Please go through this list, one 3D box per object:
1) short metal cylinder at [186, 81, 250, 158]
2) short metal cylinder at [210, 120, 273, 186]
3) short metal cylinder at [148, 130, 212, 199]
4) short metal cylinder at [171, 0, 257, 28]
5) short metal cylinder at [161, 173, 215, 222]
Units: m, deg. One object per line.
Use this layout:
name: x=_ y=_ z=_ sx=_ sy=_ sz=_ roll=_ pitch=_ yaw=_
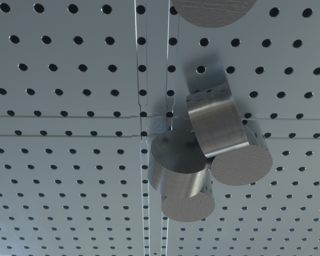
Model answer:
short metal cylinder: x=0.069 y=-0.009 z=0.368 sx=0.050 sy=0.080 sz=0.080 roll=-19 pitch=128 yaw=15
short metal cylinder: x=0.107 y=0.035 z=0.426 sx=0.081 sy=0.050 sz=0.079 roll=0 pitch=130 yaw=0
short metal cylinder: x=0.025 y=0.047 z=0.416 sx=0.081 sy=0.080 sz=0.050 roll=5 pitch=130 yaw=-5
short metal cylinder: x=0.047 y=-0.138 z=0.278 sx=0.081 sy=0.050 sz=0.079 roll=0 pitch=130 yaw=0
short metal cylinder: x=0.042 y=0.103 z=0.483 sx=0.081 sy=0.050 sz=0.079 roll=0 pitch=130 yaw=0
